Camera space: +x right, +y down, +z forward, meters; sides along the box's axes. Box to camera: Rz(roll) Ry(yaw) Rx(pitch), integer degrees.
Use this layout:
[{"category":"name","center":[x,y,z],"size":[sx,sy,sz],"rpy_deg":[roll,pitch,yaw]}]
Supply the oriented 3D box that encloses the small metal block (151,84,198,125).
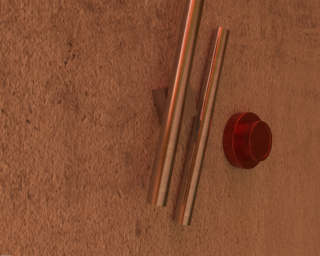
[{"category":"small metal block","center":[0.020,-0.035,0.424],"size":[0.050,0.025,0.050],"rpy_deg":[-24,105,-38]}]

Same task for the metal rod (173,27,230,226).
[{"category":"metal rod","center":[0.064,-0.010,0.460],"size":[0.025,0.025,0.299],"rpy_deg":[22,76,-38]}]

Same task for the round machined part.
[{"category":"round machined part","center":[0.154,0.022,0.526],"size":[0.099,0.042,0.097],"rpy_deg":[0,90,-40]}]

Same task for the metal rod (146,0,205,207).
[{"category":"metal rod","center":[0.024,-0.053,0.394],"size":[0.025,0.025,0.299],"rpy_deg":[19,77,-39]}]
